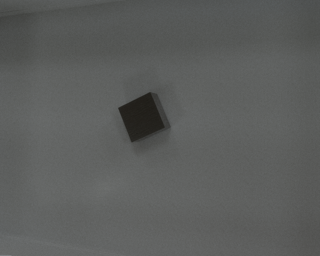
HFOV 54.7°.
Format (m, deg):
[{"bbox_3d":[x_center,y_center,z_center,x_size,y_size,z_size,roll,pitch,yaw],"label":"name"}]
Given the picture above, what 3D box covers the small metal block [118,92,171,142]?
[{"bbox_3d":[-0.021,-0.014,0.413,0.050,0.025,0.050,-24,82,18],"label":"small metal block"}]
